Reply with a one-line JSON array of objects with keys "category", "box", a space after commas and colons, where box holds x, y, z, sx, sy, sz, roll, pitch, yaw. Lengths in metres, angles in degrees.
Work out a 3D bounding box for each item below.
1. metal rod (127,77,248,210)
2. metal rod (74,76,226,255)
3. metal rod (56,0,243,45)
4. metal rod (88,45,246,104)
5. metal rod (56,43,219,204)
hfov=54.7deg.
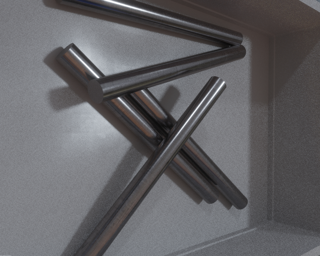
[{"category": "metal rod", "box": [0.047, 0.034, 0.448, 0.300, 0.025, 0.025, 46, 62, -31]}, {"category": "metal rod", "box": [-0.009, 0.051, 0.374, 0.300, 0.025, 0.025, -52, 121, -18]}, {"category": "metal rod", "box": [0.012, -0.144, 0.417, 0.302, 0.025, 0.025, -1, 91, -40]}, {"category": "metal rod", "box": [0.034, -0.082, 0.416, 0.302, 0.025, 0.025, -25, 106, -44]}, {"category": "metal rod", "box": [-0.010, 0.013, 0.399, 0.300, 0.025, 0.025, 46, 62, -31]}]
